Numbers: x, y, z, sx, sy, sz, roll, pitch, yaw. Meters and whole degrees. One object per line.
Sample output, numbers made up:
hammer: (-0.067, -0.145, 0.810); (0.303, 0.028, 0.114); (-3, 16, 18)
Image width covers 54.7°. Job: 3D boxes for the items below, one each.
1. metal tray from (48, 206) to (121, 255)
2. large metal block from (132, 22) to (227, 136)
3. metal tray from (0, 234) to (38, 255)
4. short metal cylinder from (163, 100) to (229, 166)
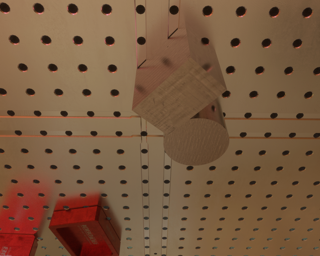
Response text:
metal tray: (-0.135, 0.200, 0.576); (0.090, 0.030, 0.129); (-9, 130, 7)
large metal block: (0.018, -0.053, 0.331); (0.050, 0.080, 0.080); (36, 122, -26)
metal tray: (-0.287, 0.258, 0.559); (0.091, 0.130, 0.030); (4, 130, -3)
short metal cylinder: (0.044, 0.003, 0.398); (0.081, 0.050, 0.079); (0, 130, 0)
